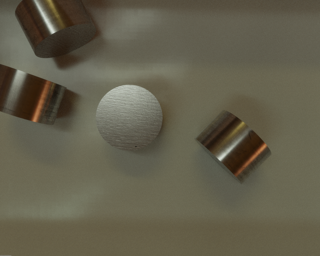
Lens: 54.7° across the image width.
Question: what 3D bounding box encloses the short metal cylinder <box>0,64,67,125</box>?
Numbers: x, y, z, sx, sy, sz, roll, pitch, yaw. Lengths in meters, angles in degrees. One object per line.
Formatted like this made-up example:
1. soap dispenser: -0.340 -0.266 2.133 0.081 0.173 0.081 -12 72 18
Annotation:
1. short metal cylinder: -0.163 -0.040 0.382 0.080 0.080 0.050 19 90 -1

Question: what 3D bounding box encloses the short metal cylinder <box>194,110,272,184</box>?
1. short metal cylinder: 0.089 0.023 0.385 0.080 0.080 0.050 45 90 -1

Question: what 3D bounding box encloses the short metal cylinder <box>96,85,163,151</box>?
1. short metal cylinder: -0.037 -0.013 0.398 0.081 0.050 0.079 0 90 -1

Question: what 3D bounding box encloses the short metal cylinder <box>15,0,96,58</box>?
1. short metal cylinder: -0.127 -0.128 0.382 0.080 0.080 0.050 -27 90 0
